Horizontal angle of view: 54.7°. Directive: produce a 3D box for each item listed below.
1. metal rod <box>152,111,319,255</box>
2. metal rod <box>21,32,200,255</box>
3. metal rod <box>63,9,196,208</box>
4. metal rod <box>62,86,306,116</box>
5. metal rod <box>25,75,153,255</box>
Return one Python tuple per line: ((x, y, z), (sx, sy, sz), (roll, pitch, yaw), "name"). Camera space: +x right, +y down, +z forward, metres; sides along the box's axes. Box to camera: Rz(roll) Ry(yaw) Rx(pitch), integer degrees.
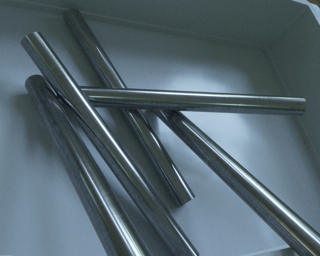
((0.070, 0.042, 0.326), (0.025, 0.025, 0.300), (-9, 37, -32), "metal rod")
((-0.055, 0.022, 0.340), (0.025, 0.025, 0.299), (-35, 88, -38), "metal rod")
((-0.046, -0.035, 0.401), (0.025, 0.025, 0.299), (-23, 74, -36), "metal rod")
((0.031, -0.033, 0.382), (0.302, 0.025, 0.025), (2, 59, -6), "metal rod")
((-0.068, 0.032, 0.263), (0.025, 0.025, 0.300), (-9, 39, -32), "metal rod")
